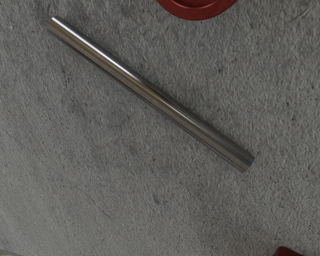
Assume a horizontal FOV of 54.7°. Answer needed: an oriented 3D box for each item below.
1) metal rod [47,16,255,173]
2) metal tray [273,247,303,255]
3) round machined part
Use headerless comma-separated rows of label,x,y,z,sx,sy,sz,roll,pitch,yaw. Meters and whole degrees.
metal rod,-0.014,-0.044,0.385,0.301,0.025,0.025,36,129,3
metal tray,0.212,0.231,0.433,0.130,0.030,0.089,23,127,13
round machined part,0.037,-0.152,0.281,0.098,0.042,0.097,13,124,20
